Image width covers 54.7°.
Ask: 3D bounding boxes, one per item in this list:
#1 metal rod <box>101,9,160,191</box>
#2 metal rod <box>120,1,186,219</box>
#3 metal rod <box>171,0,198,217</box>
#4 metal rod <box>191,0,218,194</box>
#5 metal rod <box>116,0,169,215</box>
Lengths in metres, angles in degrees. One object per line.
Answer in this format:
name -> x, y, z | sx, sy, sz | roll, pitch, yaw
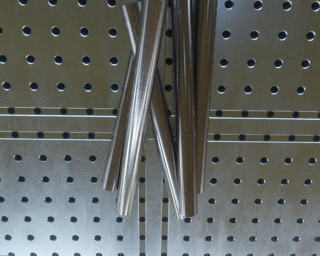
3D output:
metal rod -> -0.035, -0.052, 0.393 | 0.025, 0.025, 0.298 | 13, 109, -5
metal rod -> 0.001, -0.003, 0.395 | 0.025, 0.025, 0.298 | -12, 116, 4
metal rod -> 0.031, -0.029, 0.387 | 0.025, 0.025, 0.298 | -3, 104, 1
metal rod -> 0.053, -0.051, 0.395 | 0.025, 0.025, 0.298 | 0, 110, -1
metal rod -> -0.028, -0.002, 0.375 | 0.025, 0.025, 0.298 | 9, 124, -4
